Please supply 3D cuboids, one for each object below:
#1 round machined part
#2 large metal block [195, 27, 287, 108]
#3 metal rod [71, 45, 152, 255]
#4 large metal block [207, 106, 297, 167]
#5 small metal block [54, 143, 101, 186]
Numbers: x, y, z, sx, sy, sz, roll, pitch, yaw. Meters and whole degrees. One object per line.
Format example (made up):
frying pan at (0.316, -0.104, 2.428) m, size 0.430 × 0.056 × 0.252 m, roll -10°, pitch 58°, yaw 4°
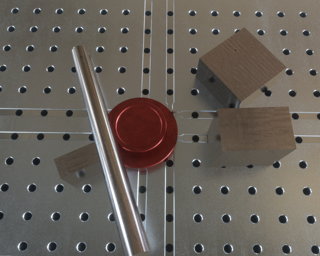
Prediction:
round machined part at (-0.026, 0.004, 0.401) m, size 0.099 × 0.042 × 0.098 m, roll 0°, pitch 70°, yaw 0°
large metal block at (0.108, -0.077, 0.427) m, size 0.080 × 0.050 × 0.080 m, roll -36°, pitch 74°, yaw -12°
metal rod at (-0.068, 0.004, 0.369) m, size 0.025 × 0.025 × 0.299 m, roll -18°, pitch 56°, yaw -7°
large metal block at (0.106, 0.014, 0.378) m, size 0.081 × 0.080 × 0.050 m, roll -2°, pitch 70°, yaw -1°
small metal block at (-0.095, 0.045, 0.381) m, size 0.050 × 0.050 × 0.025 m, roll -23°, pitch 72°, yaw -8°
